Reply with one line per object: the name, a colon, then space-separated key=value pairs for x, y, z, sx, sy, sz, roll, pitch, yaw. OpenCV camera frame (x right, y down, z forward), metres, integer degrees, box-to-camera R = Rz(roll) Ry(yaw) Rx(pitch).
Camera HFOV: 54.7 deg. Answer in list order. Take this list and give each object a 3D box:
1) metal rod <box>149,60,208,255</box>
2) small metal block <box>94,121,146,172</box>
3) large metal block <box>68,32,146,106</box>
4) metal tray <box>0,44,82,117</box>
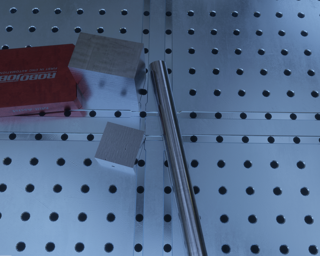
metal rod: x=0.024 y=0.048 z=0.394 sx=0.025 sy=0.025 sz=0.299 roll=-10 pitch=70 yaw=-4
small metal block: x=-0.051 y=0.025 z=0.402 sx=0.050 sy=0.025 sz=0.050 roll=15 pitch=71 yaw=5
large metal block: x=-0.064 y=-0.075 z=0.409 sx=0.080 sy=0.080 sz=0.050 roll=11 pitch=71 yaw=3
metal tray: x=-0.179 y=-0.067 z=0.431 sx=0.131 sy=0.030 sz=0.090 roll=-6 pitch=70 yaw=-3
